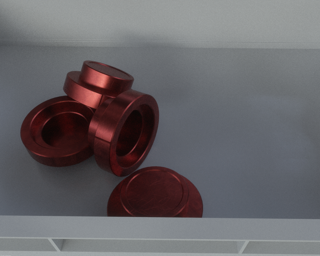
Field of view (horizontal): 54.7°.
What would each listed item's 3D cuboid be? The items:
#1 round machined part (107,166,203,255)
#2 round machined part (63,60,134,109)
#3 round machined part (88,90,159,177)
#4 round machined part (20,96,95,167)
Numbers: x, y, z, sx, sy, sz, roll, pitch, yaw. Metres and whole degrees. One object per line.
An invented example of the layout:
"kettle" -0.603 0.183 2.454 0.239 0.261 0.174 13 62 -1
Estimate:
"round machined part" -0.005 0.078 0.318 0.099 0.042 0.098 0 40 0
"round machined part" -0.073 -0.057 0.409 0.099 0.042 0.098 20 17 -6
"round machined part" -0.044 0.003 0.355 0.042 0.097 0.098 20 53 24
"round machined part" -0.116 0.008 0.386 0.099 0.042 0.098 0 50 0
